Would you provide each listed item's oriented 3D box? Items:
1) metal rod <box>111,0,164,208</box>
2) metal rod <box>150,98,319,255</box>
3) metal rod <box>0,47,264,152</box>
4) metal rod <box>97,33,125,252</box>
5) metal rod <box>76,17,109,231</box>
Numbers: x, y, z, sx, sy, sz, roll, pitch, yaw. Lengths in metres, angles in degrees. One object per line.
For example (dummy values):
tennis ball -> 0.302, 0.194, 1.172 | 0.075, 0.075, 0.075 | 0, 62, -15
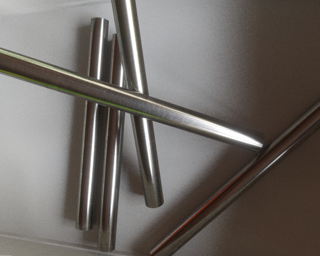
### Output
metal rod -> -0.026, -0.038, 0.361 | 0.025, 0.025, 0.298 | 0, 113, 20
metal rod -> 0.098, 0.066, 0.375 | 0.299, 0.025, 0.025 | -45, 76, 14
metal rod -> -0.023, -0.026, 0.338 | 0.302, 0.025, 0.025 | 17, 97, -13
metal rod -> -0.065, 0.021, 0.433 | 0.025, 0.025, 0.298 | 5, 92, 20
metal rod -> -0.097, -0.005, 0.444 | 0.025, 0.025, 0.298 | 5, 92, 20
